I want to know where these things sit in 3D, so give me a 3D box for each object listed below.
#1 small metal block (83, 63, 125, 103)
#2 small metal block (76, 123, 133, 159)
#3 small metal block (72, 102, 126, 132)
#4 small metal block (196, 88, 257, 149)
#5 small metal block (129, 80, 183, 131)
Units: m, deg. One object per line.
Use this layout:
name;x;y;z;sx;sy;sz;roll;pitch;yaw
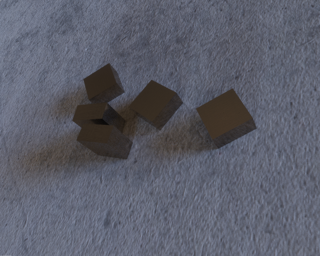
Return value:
small metal block;-0.089;-0.067;0.490;0.050;0.025;0.050;-30;52;8
small metal block;-0.073;0.018;0.413;0.050;0.050;0.025;4;64;29
small metal block;-0.085;-0.010;0.437;0.050;0.050;0.025;-3;61;26
small metal block;0.078;-0.011;0.369;0.050;0.025;0.050;-29;52;9
small metal block;-0.006;-0.032;0.425;0.050;0.025;0.050;33;80;38
